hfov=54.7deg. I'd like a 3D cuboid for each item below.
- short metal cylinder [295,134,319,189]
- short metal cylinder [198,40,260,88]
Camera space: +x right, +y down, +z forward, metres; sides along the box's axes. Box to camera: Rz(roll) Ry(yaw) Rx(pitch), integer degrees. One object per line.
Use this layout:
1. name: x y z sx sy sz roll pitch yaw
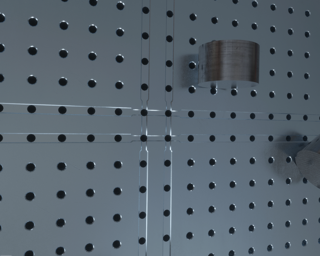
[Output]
1. short metal cylinder: 0.261 0.053 0.480 0.050 0.080 0.080 -35 102 -17
2. short metal cylinder: 0.092 -0.083 0.417 0.081 0.080 0.050 1 90 -20
